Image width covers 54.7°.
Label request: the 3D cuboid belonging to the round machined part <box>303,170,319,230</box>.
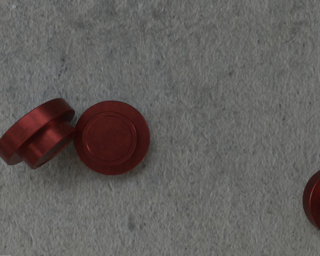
[{"bbox_3d":[0.245,0.099,0.405,0.099,0.042,0.097,0,90,-1],"label":"round machined part"}]

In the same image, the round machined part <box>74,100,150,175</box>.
[{"bbox_3d":[-0.062,0.013,0.401,0.099,0.042,0.097,0,90,-1],"label":"round machined part"}]

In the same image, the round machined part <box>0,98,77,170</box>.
[{"bbox_3d":[-0.139,0.012,0.372,0.098,0.098,0.042,-43,91,0],"label":"round machined part"}]
